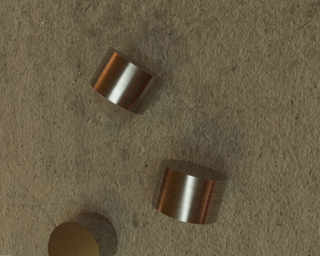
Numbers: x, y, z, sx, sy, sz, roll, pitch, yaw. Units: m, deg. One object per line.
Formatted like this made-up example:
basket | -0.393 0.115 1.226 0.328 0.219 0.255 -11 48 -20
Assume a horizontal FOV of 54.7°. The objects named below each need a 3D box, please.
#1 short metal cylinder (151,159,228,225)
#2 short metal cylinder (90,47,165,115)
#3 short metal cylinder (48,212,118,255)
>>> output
short metal cylinder | 0.035 0.073 0.367 0.080 0.080 0.050 15 95 19
short metal cylinder | -0.041 -0.060 0.394 0.080 0.080 0.050 36 102 16
short metal cylinder | -0.107 0.164 0.433 0.080 0.050 0.080 0 90 20
